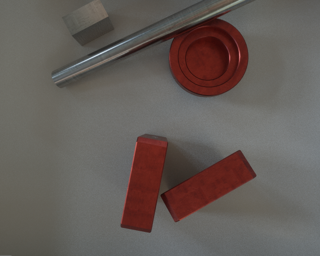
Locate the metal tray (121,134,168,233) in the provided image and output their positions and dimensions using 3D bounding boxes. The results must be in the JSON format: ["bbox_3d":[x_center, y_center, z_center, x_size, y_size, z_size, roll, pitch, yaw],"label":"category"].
[{"bbox_3d":[-0.015,0.054,0.359,0.030,0.130,0.089,11,90,0],"label":"metal tray"}]

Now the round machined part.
[{"bbox_3d":[0.060,-0.088,0.404,0.099,0.042,0.097,0,90,-1],"label":"round machined part"}]

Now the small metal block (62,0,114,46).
[{"bbox_3d":[-0.090,-0.134,0.398,0.050,0.050,0.025,-28,90,0],"label":"small metal block"}]

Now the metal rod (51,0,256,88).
[{"bbox_3d":[0.001,-0.117,0.376,0.301,0.025,0.025,-21,90,13],"label":"metal rod"}]

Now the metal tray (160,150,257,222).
[{"bbox_3d":[0.053,0.067,0.358,0.090,0.130,0.030,-30,78,0],"label":"metal tray"}]
